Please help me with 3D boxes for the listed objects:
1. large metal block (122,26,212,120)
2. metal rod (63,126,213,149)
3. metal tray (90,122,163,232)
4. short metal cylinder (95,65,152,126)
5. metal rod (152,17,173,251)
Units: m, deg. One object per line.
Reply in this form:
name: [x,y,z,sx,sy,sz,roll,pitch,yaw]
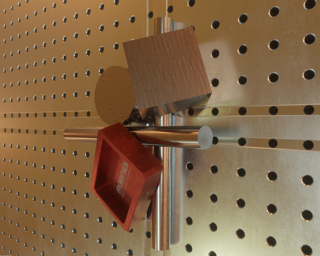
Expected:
large metal block: [0.008,-0.061,0.361,0.080,0.050,0.080,-14,79,-1]
metal rod: [-0.055,0.010,0.433,0.300,0.025,0.025,0,90,47]
metal tray: [-0.050,0.068,0.414,0.090,0.030,0.129,42,137,25]
short metal cylinder: [-0.045,-0.043,0.430,0.080,0.050,0.079,0,90,40]
metal rod: [0.003,0.008,0.407,0.025,0.025,0.298,1,91,40]
